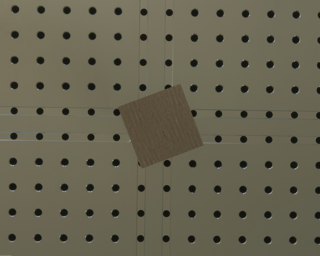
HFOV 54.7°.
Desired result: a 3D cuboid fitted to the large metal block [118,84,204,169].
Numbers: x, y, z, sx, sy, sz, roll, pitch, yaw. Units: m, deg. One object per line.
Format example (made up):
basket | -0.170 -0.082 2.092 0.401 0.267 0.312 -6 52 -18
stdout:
large metal block | 0.001 -0.002 0.398 0.080 0.050 0.080 -21 90 -1
